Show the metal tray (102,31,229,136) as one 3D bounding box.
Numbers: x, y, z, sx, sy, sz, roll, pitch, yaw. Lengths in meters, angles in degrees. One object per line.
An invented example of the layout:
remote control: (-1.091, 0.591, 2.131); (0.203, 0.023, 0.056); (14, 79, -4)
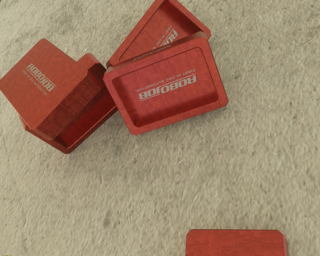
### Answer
metal tray: (0.008, -0.052, 0.382); (0.130, 0.090, 0.030); (-18, 26, 13)

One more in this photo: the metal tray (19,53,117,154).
metal tray: (-0.117, -0.031, 0.440); (0.130, 0.090, 0.030); (-43, 52, -1)

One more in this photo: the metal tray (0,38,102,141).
metal tray: (-0.143, -0.054, 0.390); (0.090, 0.030, 0.130); (-48, 52, -6)

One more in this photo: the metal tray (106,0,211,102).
metal tray: (0.000, -0.109, 0.427); (0.130, 0.090, 0.030); (-56, 15, -12)

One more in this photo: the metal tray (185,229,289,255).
metal tray: (0.067, 0.158, 0.268); (0.090, 0.030, 0.130); (-8, 58, 23)
